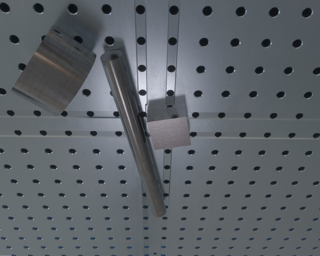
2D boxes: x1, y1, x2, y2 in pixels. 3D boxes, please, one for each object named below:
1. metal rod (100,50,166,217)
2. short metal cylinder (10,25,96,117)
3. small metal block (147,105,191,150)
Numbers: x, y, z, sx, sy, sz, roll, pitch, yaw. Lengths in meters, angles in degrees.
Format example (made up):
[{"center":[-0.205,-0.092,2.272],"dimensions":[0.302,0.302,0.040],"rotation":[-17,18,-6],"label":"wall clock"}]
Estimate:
[{"center":[-0.028,0.031,0.438],"dimensions":[0.025,0.025,0.298],"rotation":[-8,130,6],"label":"metal rod"},{"center":[-0.111,-0.059,0.324],"dimensions":[0.050,0.080,0.080],"rotation":[32,123,-25],"label":"short metal cylinder"},{"center":[0.013,0.000,0.412],"dimensions":[0.050,0.025,0.050],"rotation":[-8,130,6],"label":"small metal block"}]
